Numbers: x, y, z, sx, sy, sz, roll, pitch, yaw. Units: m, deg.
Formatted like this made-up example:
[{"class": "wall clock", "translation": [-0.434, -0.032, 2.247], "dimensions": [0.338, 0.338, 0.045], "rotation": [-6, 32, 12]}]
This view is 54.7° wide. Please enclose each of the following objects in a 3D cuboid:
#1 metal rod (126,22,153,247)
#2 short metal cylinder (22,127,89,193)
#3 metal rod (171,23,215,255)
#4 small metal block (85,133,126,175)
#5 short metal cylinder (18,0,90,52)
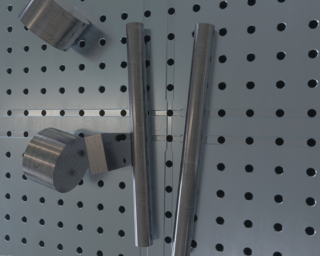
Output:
[{"class": "metal rod", "translation": [-0.028, 0.008, 0.422], "dimensions": [0.025, 0.025, 0.298], "rotation": [-3, 89, 20]}, {"class": "short metal cylinder", "translation": [-0.142, 0.044, 0.433], "dimensions": [0.050, 0.080, 0.080], "rotation": [17, 96, 19]}, {"class": "metal rod", "translation": [0.042, 0.019, 0.397], "dimensions": [0.025, 0.025, 0.298], "rotation": [7, 92, 20]}, {"class": "small metal block", "translation": [-0.074, 0.034, 0.425], "dimensions": [0.025, 0.050, 0.050], "rotation": [-13, 86, 19]}, {"class": "short metal cylinder", "translation": [-0.148, -0.153, 0.435], "dimensions": [0.080, 0.080, 0.050], "rotation": [46, 104, 14]}]
